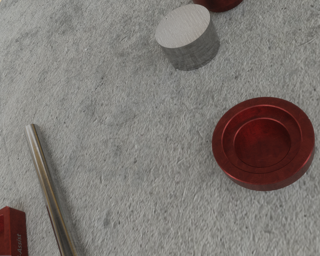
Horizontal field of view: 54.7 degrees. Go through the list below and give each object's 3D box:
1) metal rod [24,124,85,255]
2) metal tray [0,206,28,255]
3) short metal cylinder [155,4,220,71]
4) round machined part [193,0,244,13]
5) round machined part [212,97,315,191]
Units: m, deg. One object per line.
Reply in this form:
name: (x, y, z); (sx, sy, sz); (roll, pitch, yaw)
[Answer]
metal rod: (-0.142, 0.097, 0.416); (0.025, 0.025, 0.300); (-38, 51, 2)
metal tray: (-0.218, 0.180, 0.401); (0.090, 0.030, 0.130); (-31, 52, 8)
short metal cylinder: (0.040, -0.129, 0.445); (0.080, 0.050, 0.080); (-13, 56, 20)
round machined part: (0.096, -0.218, 0.476); (0.098, 0.042, 0.098); (-13, 56, 20)
round machined part: (0.108, 0.019, 0.324); (0.098, 0.042, 0.098); (-13, 56, 20)
